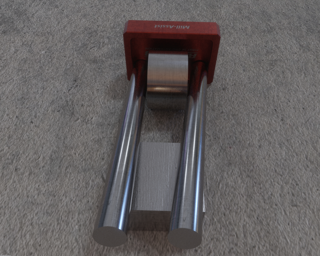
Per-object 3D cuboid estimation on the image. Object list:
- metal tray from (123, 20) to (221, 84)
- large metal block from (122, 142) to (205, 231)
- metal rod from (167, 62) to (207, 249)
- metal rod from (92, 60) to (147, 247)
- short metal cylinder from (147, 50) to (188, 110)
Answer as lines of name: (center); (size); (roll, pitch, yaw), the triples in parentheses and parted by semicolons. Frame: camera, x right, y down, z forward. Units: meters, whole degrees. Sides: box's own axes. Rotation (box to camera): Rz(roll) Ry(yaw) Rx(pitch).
metal tray: (0.016, -0.109, 0.454); (0.131, 0.089, 0.030); (2, 50, 1)
large metal block: (0.003, 0.062, 0.333); (0.081, 0.050, 0.080); (1, 50, 1)
metal rod: (0.039, -0.004, 0.348); (0.025, 0.025, 0.301); (7, 35, 5)
metal rod: (-0.032, -0.006, 0.350); (0.025, 0.025, 0.300); (2, 35, 1)
short metal cylinder: (0.010, -0.065, 0.425); (0.050, 0.080, 0.080); (2, 50, 1)
